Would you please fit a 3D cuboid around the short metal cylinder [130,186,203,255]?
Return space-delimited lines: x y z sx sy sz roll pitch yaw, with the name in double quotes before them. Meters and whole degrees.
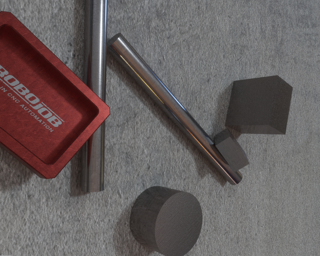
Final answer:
"short metal cylinder" 0.009 0.118 0.398 0.081 0.050 0.079 0 90 -40

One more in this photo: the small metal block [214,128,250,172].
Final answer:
"small metal block" 0.108 0.032 0.473 0.050 0.025 0.050 53 15 -7

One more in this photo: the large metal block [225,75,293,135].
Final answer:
"large metal block" 0.161 -0.035 0.507 0.050 0.080 0.080 22 76 -38

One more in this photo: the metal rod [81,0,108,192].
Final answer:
"metal rod" -0.072 -0.080 0.345 0.025 0.025 0.298 2 89 -40

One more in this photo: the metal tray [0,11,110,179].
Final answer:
"metal tray" -0.122 -0.027 0.282 0.130 0.030 0.090 45 64 -19

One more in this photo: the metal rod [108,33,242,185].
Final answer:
"metal rod" 0.035 -0.009 0.436 0.300 0.025 0.025 46 62 -31
